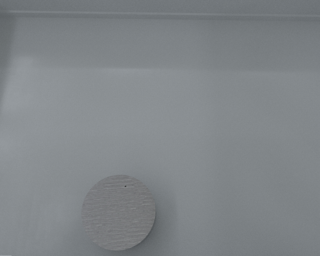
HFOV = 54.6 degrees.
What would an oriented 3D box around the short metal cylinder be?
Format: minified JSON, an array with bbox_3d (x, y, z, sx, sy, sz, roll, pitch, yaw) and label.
[{"bbox_3d":[-0.045,0.099,0.360,0.080,0.050,0.080,0,70,0],"label":"short metal cylinder"}]
